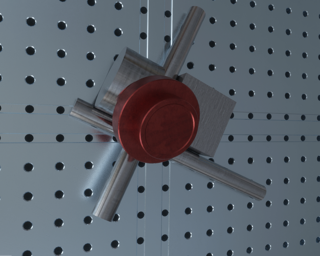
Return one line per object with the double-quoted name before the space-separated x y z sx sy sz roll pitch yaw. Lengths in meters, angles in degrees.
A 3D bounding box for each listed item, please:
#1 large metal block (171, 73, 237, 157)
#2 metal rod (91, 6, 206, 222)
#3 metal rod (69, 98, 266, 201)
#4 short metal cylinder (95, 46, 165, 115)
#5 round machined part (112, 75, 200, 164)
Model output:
"large metal block" 0.042 -0.016 0.412 0.080 0.050 0.080 27 81 -18
"metal rod" -0.007 -0.030 0.390 0.025 0.025 0.300 30 73 -18
"metal rod" 0.024 0.037 0.422 0.302 0.025 0.025 26 81 -19
"short metal cylinder" -0.037 -0.049 0.370 0.050 0.080 0.080 26 81 -19
"round machined part" 0.002 -0.005 0.335 0.099 0.042 0.097 -10 114 -24
